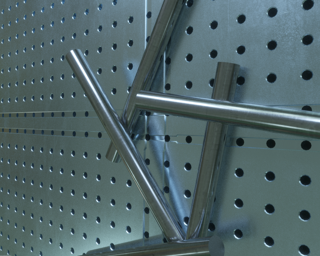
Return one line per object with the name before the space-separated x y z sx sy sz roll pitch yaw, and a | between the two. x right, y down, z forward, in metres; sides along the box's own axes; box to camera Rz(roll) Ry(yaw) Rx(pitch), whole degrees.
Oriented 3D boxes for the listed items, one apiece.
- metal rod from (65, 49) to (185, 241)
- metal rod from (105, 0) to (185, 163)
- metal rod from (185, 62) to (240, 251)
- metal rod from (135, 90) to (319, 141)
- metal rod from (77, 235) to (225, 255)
metal rod | -0.051 0.018 0.420 0.025 0.025 0.299 -39 75 33
metal rod | -0.014 -0.085 0.418 0.025 0.025 0.298 35 111 34
metal rod | 0.053 0.074 0.364 0.025 0.025 0.298 15 100 38
metal rod | 0.104 -0.009 0.298 0.300 0.025 0.025 11 97 31
metal rod | -0.039 0.175 0.419 0.299 0.025 0.025 -28 73 42
